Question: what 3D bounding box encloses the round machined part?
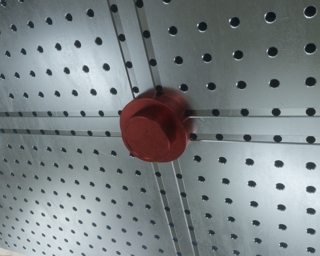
[{"bbox_3d":[-0.011,0.006,0.408,0.098,0.042,0.097,13,124,20],"label":"round machined part"}]
